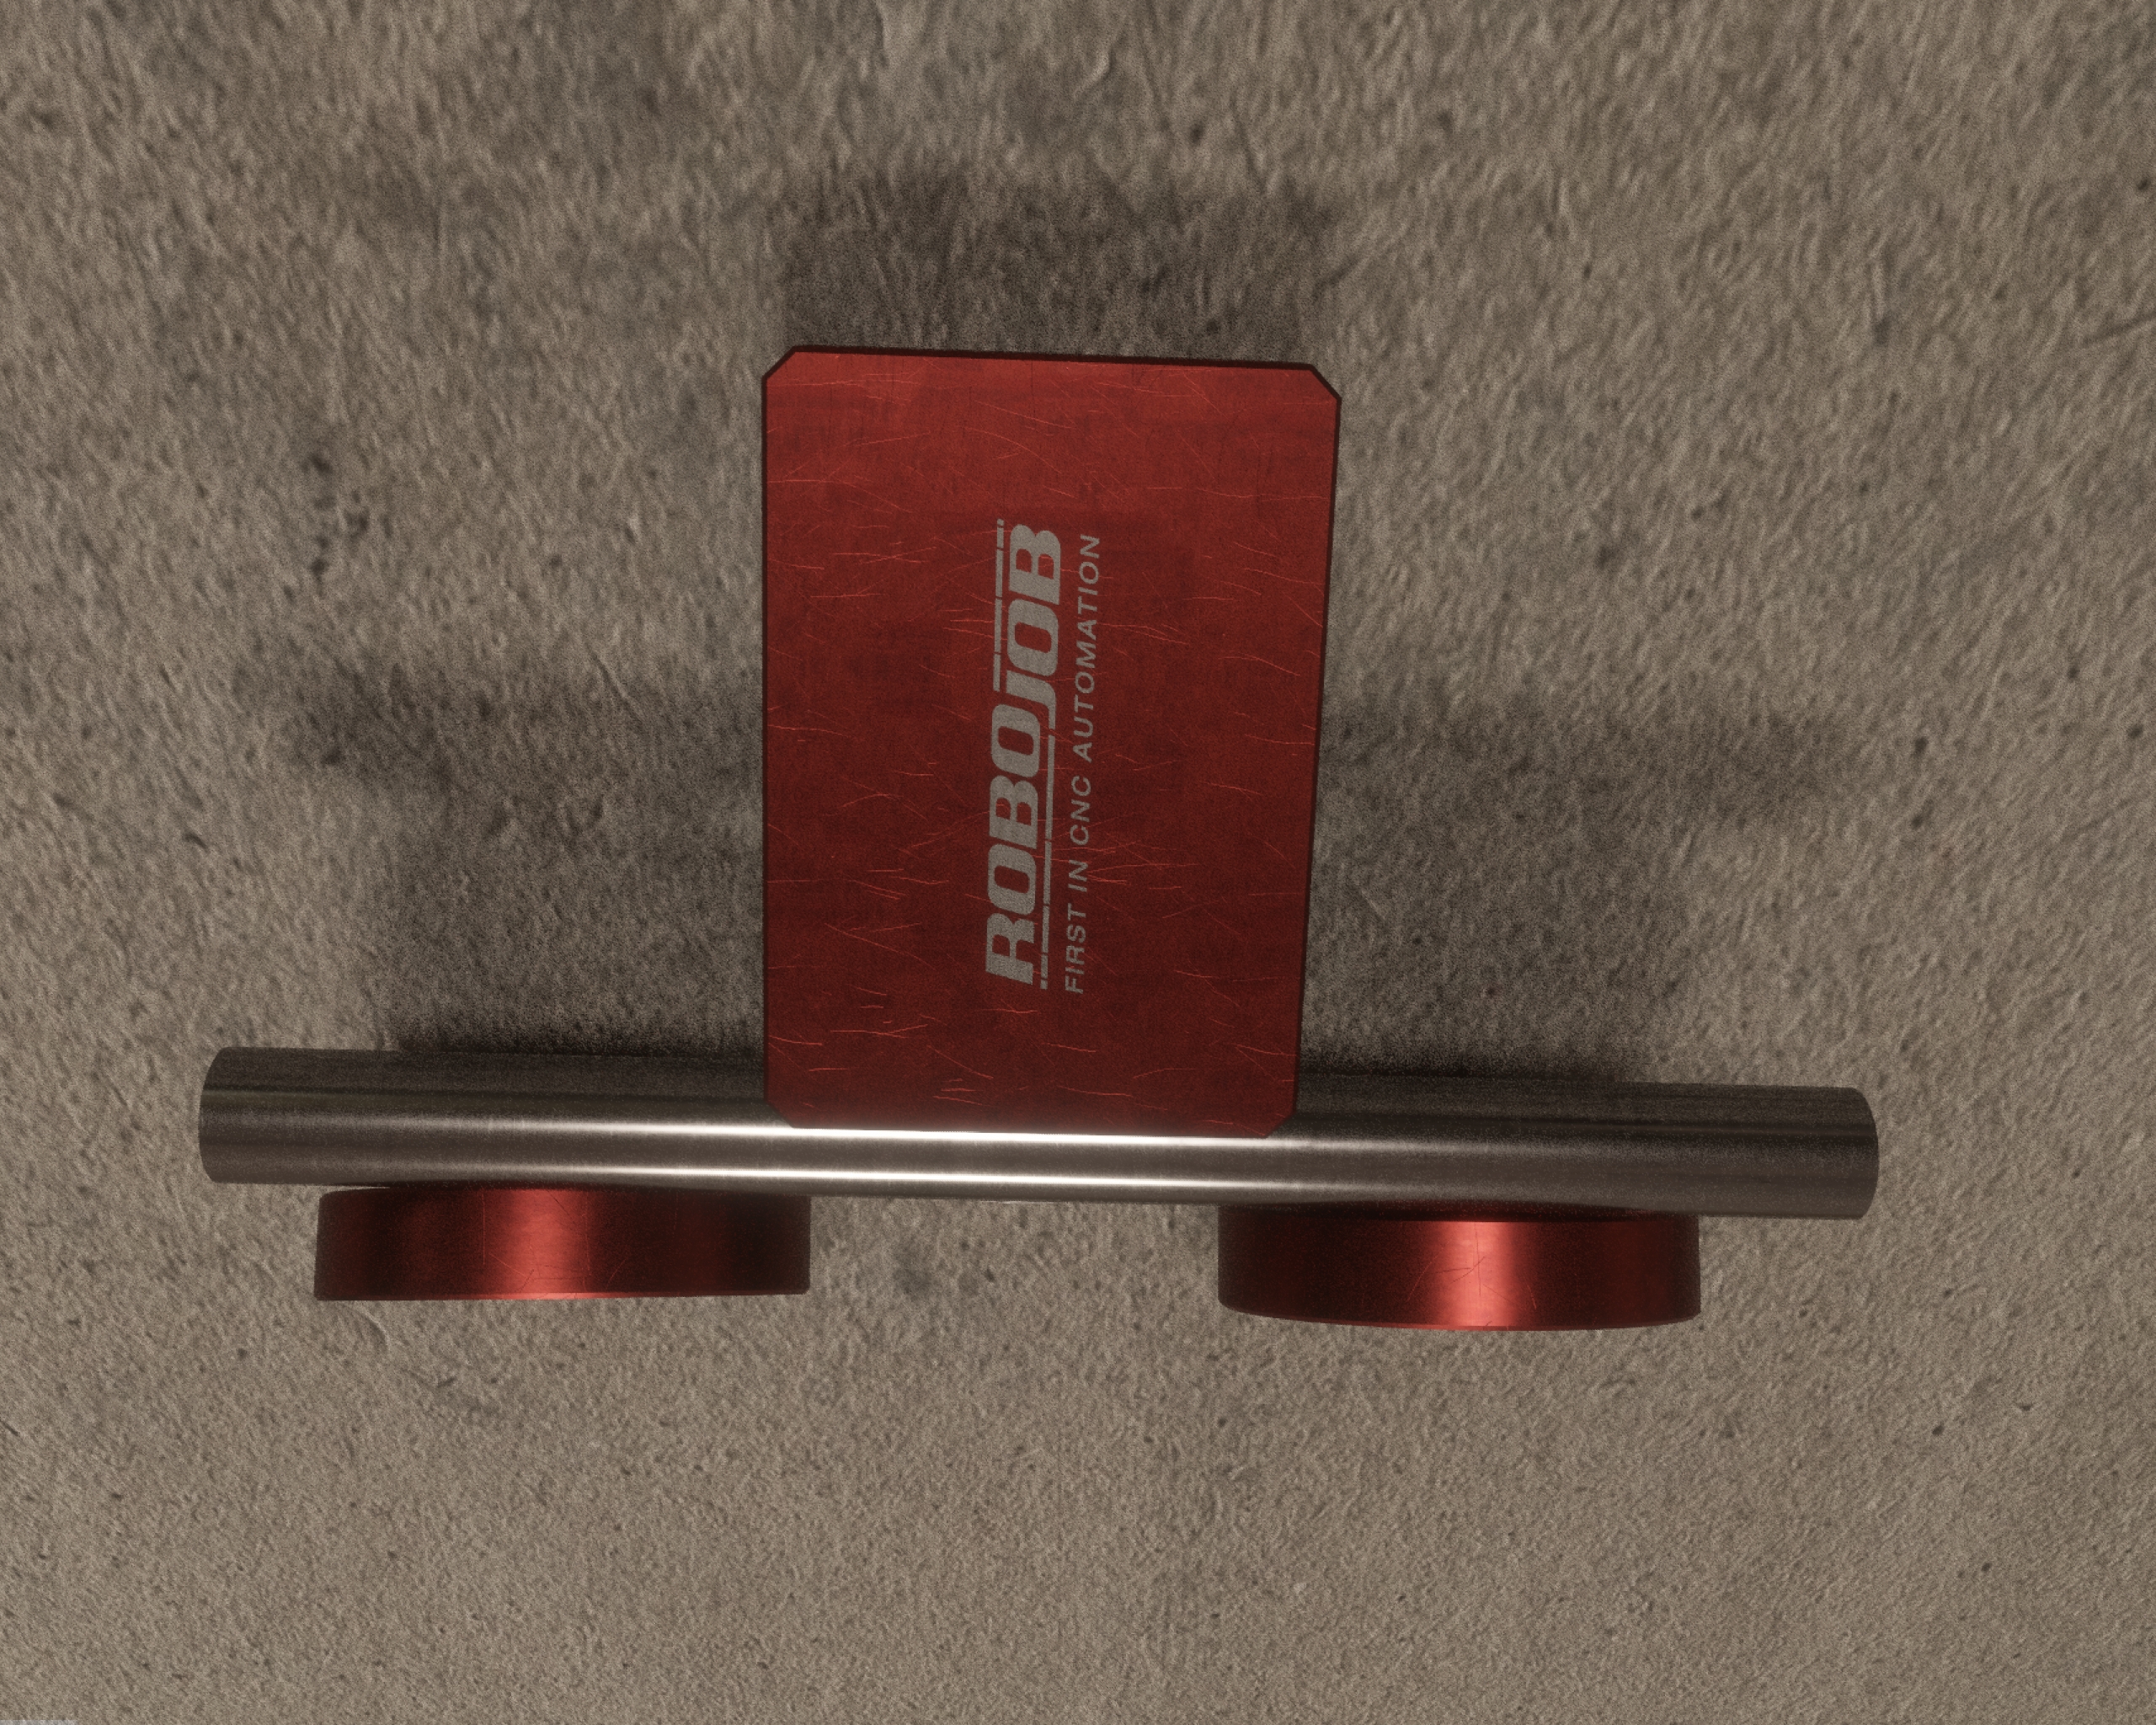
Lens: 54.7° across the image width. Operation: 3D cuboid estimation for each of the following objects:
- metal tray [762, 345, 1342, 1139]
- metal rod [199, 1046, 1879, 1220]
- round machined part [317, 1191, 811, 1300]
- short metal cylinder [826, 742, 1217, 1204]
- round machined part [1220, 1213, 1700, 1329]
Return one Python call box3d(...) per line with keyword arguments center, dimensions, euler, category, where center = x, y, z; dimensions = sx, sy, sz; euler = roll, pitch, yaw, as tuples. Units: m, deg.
box3d(center=(-0.006, -0.020, 0.353), dimensions=(0.091, 0.030, 0.129), euler=(1, 104, -2), category="metal tray")
box3d(center=(-0.005, 0.050, 0.387), dimensions=(0.302, 0.025, 0.025), euler=(2, 130, -2), category="metal rod")
box3d(center=(-0.105, 0.069, 0.434), dimensions=(0.099, 0.042, 0.098), euler=(-1, 169, 0), category="round machined part")
box3d(center=(-0.009, 0.022, 0.412), dimensions=(0.081, 0.050, 0.079), euler=(0, 130, 0), category="short metal cylinder")
box3d(center=(0.079, 0.072, 0.437), dimensions=(0.099, 0.042, 0.098), euler=(0, 173, 0), category="round machined part")
